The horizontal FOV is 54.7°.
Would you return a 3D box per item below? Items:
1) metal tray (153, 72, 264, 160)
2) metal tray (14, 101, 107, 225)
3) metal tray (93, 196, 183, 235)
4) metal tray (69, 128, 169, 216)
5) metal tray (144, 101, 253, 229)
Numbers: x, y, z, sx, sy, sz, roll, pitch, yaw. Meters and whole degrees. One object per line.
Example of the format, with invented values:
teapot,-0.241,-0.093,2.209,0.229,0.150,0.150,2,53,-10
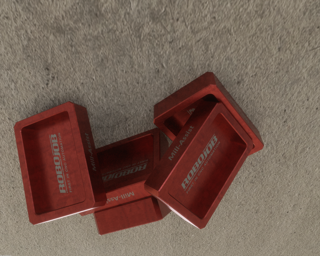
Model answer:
metal tray,0.065,-0.001,0.406,0.090,0.030,0.130,-31,124,23
metal tray,-0.124,0.043,0.381,0.090,0.129,0.030,-19,166,15
metal tray,-0.024,0.112,0.447,0.090,0.030,0.130,-19,173,15
metal tray,-0.053,0.057,0.414,0.130,0.090,0.030,-19,128,15
metal tray,0.051,0.043,0.373,0.090,0.030,0.130,45,72,-31
